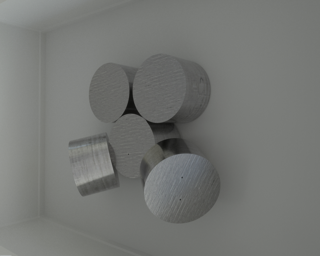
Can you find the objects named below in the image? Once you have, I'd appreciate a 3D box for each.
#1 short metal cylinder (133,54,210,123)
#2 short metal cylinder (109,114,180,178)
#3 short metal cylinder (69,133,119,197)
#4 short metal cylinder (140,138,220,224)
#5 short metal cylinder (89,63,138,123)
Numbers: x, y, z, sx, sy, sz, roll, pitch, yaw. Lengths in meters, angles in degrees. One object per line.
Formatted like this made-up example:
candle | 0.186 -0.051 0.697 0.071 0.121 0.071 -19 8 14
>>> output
short metal cylinder | 0.013 -0.046 0.376 0.080 0.050 0.079 0 90 39
short metal cylinder | -0.020 0.022 0.401 0.080 0.050 0.079 0 90 39
short metal cylinder | -0.091 0.050 0.434 0.050 0.080 0.080 -14 78 -6
short metal cylinder | 0.020 0.057 0.343 0.050 0.081 0.079 -120 44 -72
short metal cylinder | -0.053 -0.046 0.428 0.080 0.050 0.079 0 90 39
